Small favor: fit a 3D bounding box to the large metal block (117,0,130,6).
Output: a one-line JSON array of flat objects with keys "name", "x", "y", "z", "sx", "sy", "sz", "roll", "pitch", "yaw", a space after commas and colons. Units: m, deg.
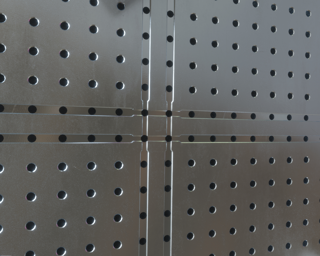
[{"name": "large metal block", "x": -0.038, "y": -0.216, "z": 0.385, "sx": 0.080, "sy": 0.050, "sz": 0.080, "roll": -42, "pitch": 103, "yaw": -15}]
